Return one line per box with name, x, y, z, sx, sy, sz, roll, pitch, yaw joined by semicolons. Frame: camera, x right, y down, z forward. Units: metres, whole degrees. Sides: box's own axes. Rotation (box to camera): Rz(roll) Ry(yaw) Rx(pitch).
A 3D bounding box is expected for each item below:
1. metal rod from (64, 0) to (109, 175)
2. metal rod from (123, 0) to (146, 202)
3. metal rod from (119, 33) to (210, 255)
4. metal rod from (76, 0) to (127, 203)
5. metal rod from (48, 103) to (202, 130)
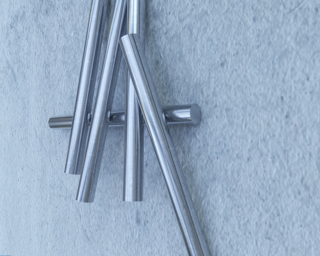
metal rod;-0.108;-0.080;0.468;0.025;0.025;0.298;6;87;39
metal rod;-0.032;-0.058;0.403;0.025;0.025;0.298;-8;77;39
metal rod;0.007;0.031;0.371;0.025;0.025;0.299;-21;84;38
metal rod;-0.078;-0.046;0.438;0.025;0.025;0.298;8;87;39
metal rod;-0.073;-0.013;0.462;0.300;0.025;0.025;-2;89;39
